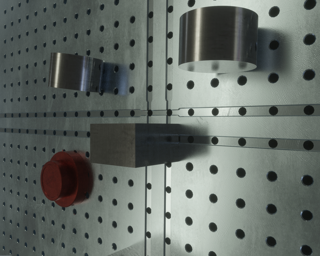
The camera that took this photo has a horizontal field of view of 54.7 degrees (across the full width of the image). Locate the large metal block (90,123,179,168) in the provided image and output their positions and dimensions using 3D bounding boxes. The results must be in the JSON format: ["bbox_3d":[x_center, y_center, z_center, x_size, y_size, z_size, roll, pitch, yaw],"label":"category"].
[{"bbox_3d":[-0.032,0.019,0.400,0.080,0.081,0.050,0,90,40],"label":"large metal block"}]

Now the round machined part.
[{"bbox_3d":[-0.172,0.090,0.541,0.098,0.042,0.097,0,90,40],"label":"round machined part"}]

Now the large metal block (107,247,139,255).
[{"bbox_3d":[-0.050,0.215,0.415,0.080,0.081,0.050,25,106,37],"label":"large metal block"}]

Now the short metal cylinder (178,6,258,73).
[{"bbox_3d":[0.060,-0.088,0.324,0.080,0.081,0.050,3,92,40],"label":"short metal cylinder"}]

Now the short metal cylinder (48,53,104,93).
[{"bbox_3d":[-0.130,-0.085,0.481,0.080,0.081,0.050,12,98,39],"label":"short metal cylinder"}]
